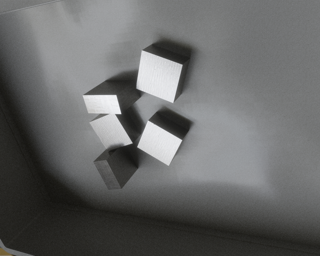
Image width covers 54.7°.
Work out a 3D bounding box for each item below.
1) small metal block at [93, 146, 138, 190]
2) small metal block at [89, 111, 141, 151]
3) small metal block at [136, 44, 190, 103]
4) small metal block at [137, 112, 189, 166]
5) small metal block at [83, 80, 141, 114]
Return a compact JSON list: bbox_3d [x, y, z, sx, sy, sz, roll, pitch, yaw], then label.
[{"bbox_3d":[-0.064,0.055,0.459,0.025,0.050,0.050,-11,113,32],"label":"small metal block"},{"bbox_3d":[-0.064,0.001,0.441,0.050,0.025,0.050,-19,109,35],"label":"small metal block"},{"bbox_3d":[0.003,-0.064,0.366,0.050,0.025,0.050,23,127,14],"label":"small metal block"},{"bbox_3d":[0.003,0.015,0.415,0.050,0.025,0.050,30,128,8],"label":"small metal block"},{"bbox_3d":[-0.061,-0.041,0.398,0.050,0.050,0.025,3,120,26],"label":"small metal block"}]
